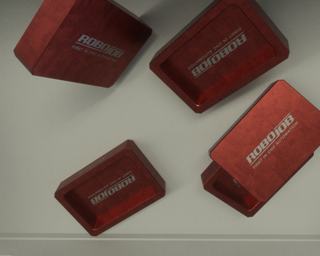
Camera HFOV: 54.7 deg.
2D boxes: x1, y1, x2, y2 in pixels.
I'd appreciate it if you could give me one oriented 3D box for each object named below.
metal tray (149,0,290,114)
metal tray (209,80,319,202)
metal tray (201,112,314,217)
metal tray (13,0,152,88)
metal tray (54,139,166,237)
[{"bbox_3d":[0.063,-0.082,0.350,0.090,0.030,0.130,42,129,-18],"label":"metal tray"},{"bbox_3d":[0.137,0.016,0.390,0.090,0.030,0.130,43,93,3],"label":"metal tray"},{"bbox_3d":[0.131,0.052,0.429,0.090,0.030,0.129,34,106,-12],"label":"metal tray"},{"bbox_3d":[-0.071,-0.090,0.321,0.030,0.131,0.090,45,107,16],"label":"metal tray"},{"bbox_3d":[-0.069,0.087,0.439,0.130,0.030,0.090,-33,107,11],"label":"metal tray"}]
